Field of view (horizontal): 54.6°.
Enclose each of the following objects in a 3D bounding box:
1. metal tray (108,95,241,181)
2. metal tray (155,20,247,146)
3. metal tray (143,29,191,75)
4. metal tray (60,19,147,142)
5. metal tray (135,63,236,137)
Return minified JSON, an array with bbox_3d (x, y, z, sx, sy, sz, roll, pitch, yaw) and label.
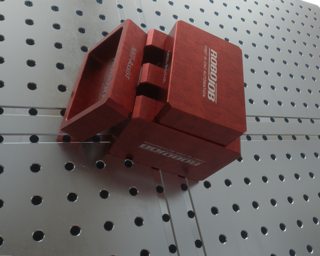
[{"bbox_3d":[0.016,0.018,0.363,0.131,0.090,0.030,19,55,-17],"label":"metal tray"},{"bbox_3d":[0.048,-0.053,0.346,0.091,0.030,0.130,19,54,-17],"label":"metal tray"},{"bbox_3d":[0.028,-0.070,0.422,0.131,0.090,0.030,19,55,-17],"label":"metal tray"},{"bbox_3d":[-0.064,-0.057,0.363,0.030,0.090,0.130,35,47,-34],"label":"metal tray"},{"bbox_3d":[0.021,-0.021,0.389,0.131,0.090,0.030,19,53,-19],"label":"metal tray"}]
